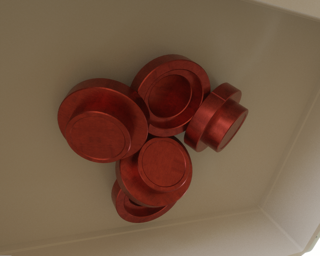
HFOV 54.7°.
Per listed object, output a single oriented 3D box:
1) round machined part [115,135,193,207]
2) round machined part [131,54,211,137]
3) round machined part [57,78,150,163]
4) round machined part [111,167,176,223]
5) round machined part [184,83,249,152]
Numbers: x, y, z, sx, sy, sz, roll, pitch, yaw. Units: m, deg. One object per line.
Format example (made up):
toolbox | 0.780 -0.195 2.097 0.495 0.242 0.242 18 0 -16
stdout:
round machined part | -0.002 0.048 0.387 0.099 0.098 0.042 -6 166 -25
round machined part | 0.008 -0.041 0.373 0.099 0.042 0.097 -14 124 -21
round machined part | -0.062 -0.001 0.333 0.099 0.042 0.097 3 126 4
round machined part | -0.021 0.082 0.434 0.099 0.042 0.097 -14 124 -21
round machined part | 0.078 -0.007 0.405 0.098 0.042 0.098 -44 158 -23
